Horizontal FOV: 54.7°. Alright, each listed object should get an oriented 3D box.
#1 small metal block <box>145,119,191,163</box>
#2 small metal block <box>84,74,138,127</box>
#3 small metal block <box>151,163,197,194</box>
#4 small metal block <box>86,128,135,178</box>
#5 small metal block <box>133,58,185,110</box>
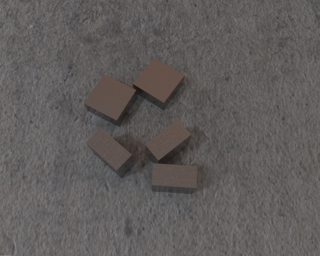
[{"bbox_3d":[0.010,0.022,0.387,0.050,0.050,0.025,-37,75,-13],"label":"small metal block"},{"bbox_3d":[-0.066,-0.037,0.421,0.050,0.025,0.050,27,72,9],"label":"small metal block"},{"bbox_3d":[0.016,0.062,0.372,0.050,0.050,0.025,4,70,1],"label":"small metal block"},{"bbox_3d":[-0.060,0.032,0.382,0.050,0.050,0.025,40,75,13],"label":"small metal block"},{"bbox_3d":[-0.002,-0.061,0.431,0.050,0.025,0.050,33,73,11],"label":"small metal block"}]
